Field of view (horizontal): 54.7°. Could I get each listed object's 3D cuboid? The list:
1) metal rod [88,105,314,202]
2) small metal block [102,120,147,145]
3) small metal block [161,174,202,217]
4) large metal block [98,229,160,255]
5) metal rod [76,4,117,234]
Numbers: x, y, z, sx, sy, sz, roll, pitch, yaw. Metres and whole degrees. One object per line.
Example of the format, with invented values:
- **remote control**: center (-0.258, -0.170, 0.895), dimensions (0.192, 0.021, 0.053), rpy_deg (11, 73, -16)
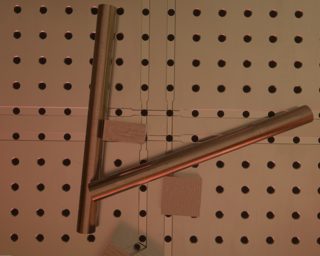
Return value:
- **metal rod**: center (0.056, 0.031, 0.402), dimensions (0.302, 0.025, 0.025), rpy_deg (-20, 90, -5)
- **small metal block**: center (-0.043, 0.005, 0.400), dimensions (0.050, 0.050, 0.025), rpy_deg (6, 90, 0)
- **small metal block**: center (0.028, 0.089, 0.413), dimensions (0.050, 0.025, 0.050), rpy_deg (4, 90, 0)
- **large metal block**: center (-0.048, 0.193, 0.400), dimensions (0.080, 0.050, 0.080), rpy_deg (32, 90, 0)
- **metal rod**: center (-0.084, -0.012, 0.412), dimensions (0.025, 0.025, 0.298), rpy_deg (6, 90, 0)
